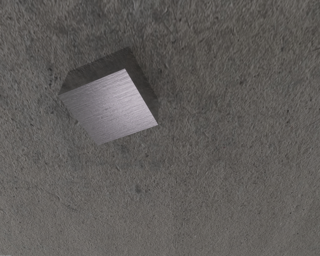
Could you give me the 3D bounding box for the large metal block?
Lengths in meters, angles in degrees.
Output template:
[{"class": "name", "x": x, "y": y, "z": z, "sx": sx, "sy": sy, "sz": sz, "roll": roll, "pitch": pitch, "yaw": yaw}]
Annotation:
[{"class": "large metal block", "x": -0.055, "y": -0.035, "z": 0.360, "sx": 0.080, "sy": 0.050, "sz": 0.080, "roll": -19, "pitch": 128, "yaw": 15}]
